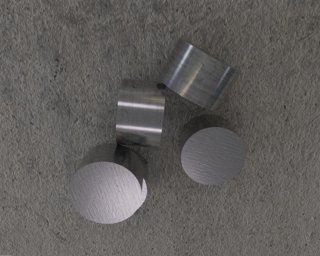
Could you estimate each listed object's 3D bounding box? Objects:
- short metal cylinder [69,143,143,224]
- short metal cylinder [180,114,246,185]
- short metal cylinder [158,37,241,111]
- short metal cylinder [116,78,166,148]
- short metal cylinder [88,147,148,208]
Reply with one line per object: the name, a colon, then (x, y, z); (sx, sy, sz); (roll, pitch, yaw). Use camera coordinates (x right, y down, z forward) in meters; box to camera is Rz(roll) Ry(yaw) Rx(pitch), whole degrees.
short metal cylinder: (-0.061, 0.064, 0.366); (0.081, 0.050, 0.079); (0, 110, 0)
short metal cylinder: (0.066, 0.027, 0.407); (0.081, 0.050, 0.079); (0, 110, 0)
short metal cylinder: (0.045, -0.063, 0.358); (0.080, 0.080, 0.050); (27, 108, -10)
short metal cylinder: (-0.022, -0.018, 0.374); (0.050, 0.080, 0.079); (6, 110, -2)
short metal cylinder: (-0.057, 0.071, 0.422); (0.081, 0.050, 0.079); (0, 110, 0)
